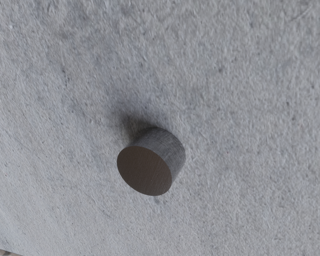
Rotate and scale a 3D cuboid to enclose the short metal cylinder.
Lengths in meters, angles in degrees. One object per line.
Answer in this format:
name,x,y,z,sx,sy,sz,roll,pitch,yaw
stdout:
short metal cylinder,-0.011,0.045,0.423,0.080,0.050,0.079,13,124,20
